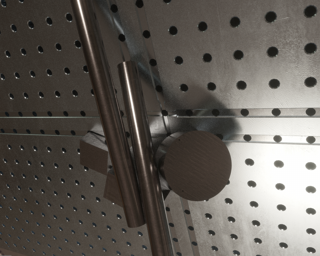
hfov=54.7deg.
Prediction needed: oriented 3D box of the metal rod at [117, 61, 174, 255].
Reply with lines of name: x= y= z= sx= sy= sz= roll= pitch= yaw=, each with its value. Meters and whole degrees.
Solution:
metal rod: x=-0.012 y=0.066 z=0.367 sx=0.025 sy=0.025 sz=0.298 roll=-16 pitch=81 yaw=34

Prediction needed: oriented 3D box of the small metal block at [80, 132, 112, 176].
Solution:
small metal block: x=-0.097 y=0.040 z=0.485 sx=0.050 sy=0.025 sz=0.050 roll=20 pitch=126 yaw=15

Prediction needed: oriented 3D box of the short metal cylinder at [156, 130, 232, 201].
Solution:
short metal cylinder: x=0.038 y=0.043 z=0.373 sx=0.080 sy=0.080 sz=0.050 roll=50 pitch=169 yaw=-7

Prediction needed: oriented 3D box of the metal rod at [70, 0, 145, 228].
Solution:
metal rod: x=-0.062 y=-0.029 z=0.365 sx=0.025 sy=0.025 sz=0.298 roll=-11 pitch=94 yaw=32

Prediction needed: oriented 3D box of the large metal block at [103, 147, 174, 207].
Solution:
large metal block: x=-0.020 y=0.072 z=0.429 sx=0.080 sy=0.080 sz=0.050 roll=25 pitch=127 yaw=12
